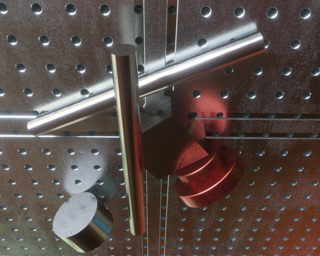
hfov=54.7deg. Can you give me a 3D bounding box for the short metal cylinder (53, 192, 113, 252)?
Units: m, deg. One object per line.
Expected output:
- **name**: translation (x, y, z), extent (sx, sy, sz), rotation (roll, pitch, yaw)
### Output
- **short metal cylinder**: translation (-0.124, 0.152, 0.504), extent (0.080, 0.080, 0.050), rotation (-19, 128, 15)

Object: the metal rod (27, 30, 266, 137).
- **metal rod**: translation (-0.028, -0.047, 0.371), extent (0.301, 0.025, 0.025), rotation (-19, 128, 15)

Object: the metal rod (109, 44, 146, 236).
- **metal rod**: translation (-0.034, 0.042, 0.380), extent (0.025, 0.025, 0.298), rotation (0, 130, 0)

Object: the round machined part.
- **round machined part**: translation (0.060, 0.055, 0.415), extent (0.098, 0.098, 0.042), rotation (-30, 107, 23)

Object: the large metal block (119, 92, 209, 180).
- **large metal block**: translation (0.006, 0.013, 0.406), extent (0.080, 0.050, 0.080), rotation (-30, 124, 23)
